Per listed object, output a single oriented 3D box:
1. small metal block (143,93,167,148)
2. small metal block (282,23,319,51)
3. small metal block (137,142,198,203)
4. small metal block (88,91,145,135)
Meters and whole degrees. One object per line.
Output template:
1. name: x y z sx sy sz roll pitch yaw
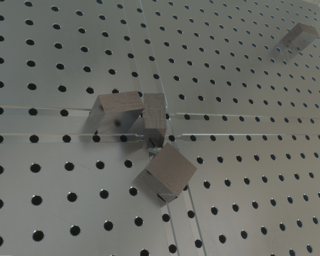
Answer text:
1. small metal block: -0.008 -0.009 0.389 0.025 0.050 0.050 0 60 -6
2. small metal block: 0.305 -0.197 0.676 0.050 0.050 0.025 4 60 -26
3. small metal block: 0.010 0.054 0.380 0.050 0.025 0.050 42 51 0
4. small metal block: -0.054 -0.018 0.374 0.050 0.050 0.025 -11 68 -33
